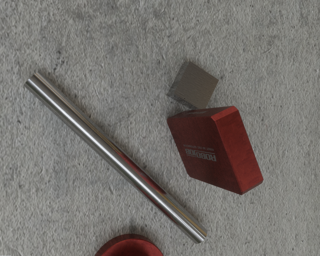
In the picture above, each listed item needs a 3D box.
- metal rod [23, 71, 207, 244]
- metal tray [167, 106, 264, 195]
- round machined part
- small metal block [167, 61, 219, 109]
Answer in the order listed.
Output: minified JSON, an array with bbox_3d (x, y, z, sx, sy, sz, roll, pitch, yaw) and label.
[{"bbox_3d":[-0.045,0.047,0.393,0.300,0.025,0.025,46,76,-15],"label":"metal rod"},{"bbox_3d":[0.060,0.023,0.376,0.030,0.130,0.090,-25,99,-19],"label":"metal tray"},{"bbox_3d":[-0.037,0.188,0.388,0.099,0.042,0.097,0,90,-21],"label":"round machined part"},{"bbox_3d":[0.045,-0.056,0.427,0.050,0.025,0.050,29,80,-18],"label":"small metal block"}]
